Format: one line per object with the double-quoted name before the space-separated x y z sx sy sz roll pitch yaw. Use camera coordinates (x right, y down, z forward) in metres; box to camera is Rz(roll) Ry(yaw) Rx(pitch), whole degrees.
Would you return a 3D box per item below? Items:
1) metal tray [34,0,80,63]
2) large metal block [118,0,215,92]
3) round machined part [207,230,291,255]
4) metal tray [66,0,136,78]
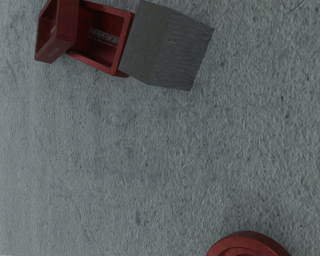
"metal tray" -0.172 -0.167 0.511 0.130 0.030 0.090 -9 76 54
"large metal block" 0.008 -0.092 0.361 0.050 0.081 0.079 32 110 35
"round machined part" 0.097 0.153 0.313 0.098 0.042 0.097 0 90 39
"metal tray" -0.088 -0.138 0.471 0.130 0.030 0.089 29 108 36
